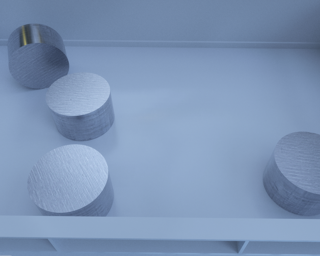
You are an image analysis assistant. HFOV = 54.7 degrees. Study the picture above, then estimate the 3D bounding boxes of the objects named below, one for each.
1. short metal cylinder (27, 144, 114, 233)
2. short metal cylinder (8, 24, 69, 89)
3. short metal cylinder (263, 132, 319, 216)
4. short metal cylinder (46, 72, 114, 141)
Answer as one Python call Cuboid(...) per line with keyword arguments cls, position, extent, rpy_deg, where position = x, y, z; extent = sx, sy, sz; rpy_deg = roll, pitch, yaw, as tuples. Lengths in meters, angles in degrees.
Cuboid(cls="short metal cylinder", position=(-0.093, 0.064, 0.334), extent=(0.080, 0.050, 0.080), rpy_deg=(0, 50, 0))
Cuboid(cls="short metal cylinder", position=(-0.179, -0.105, 0.456), extent=(0.081, 0.080, 0.050), rpy_deg=(-15, 52, -12))
Cuboid(cls="short metal cylinder", position=(0.163, 0.051, 0.347), extent=(0.080, 0.050, 0.080), rpy_deg=(0, 50, 0))
Cuboid(cls="short metal cylinder", position=(-0.104, -0.029, 0.412), extent=(0.080, 0.050, 0.080), rpy_deg=(0, 50, 0))
